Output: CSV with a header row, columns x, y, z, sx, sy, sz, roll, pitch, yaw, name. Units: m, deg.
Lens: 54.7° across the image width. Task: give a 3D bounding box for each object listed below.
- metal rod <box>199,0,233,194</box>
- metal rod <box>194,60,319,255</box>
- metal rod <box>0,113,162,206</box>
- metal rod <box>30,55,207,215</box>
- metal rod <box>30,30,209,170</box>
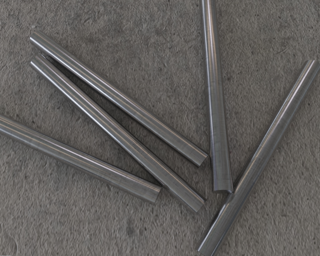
x,y,z,sx,sy,sz,roll,pitch,yaw,name
0.074,-0.062,0.424,0.025,0.025,0.299,0,67,0,metal rod
0.134,0.029,0.398,0.025,0.025,0.300,32,73,11,metal rod
-0.139,0.024,0.398,0.301,0.025,0.025,23,72,8,metal rod
-0.062,0.001,0.407,0.300,0.025,0.025,40,75,13,metal rod
-0.063,-0.045,0.423,0.300,0.025,0.025,37,74,12,metal rod
